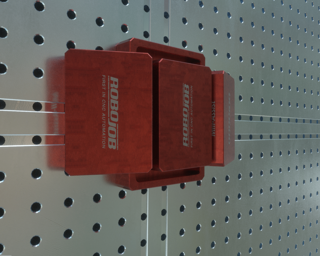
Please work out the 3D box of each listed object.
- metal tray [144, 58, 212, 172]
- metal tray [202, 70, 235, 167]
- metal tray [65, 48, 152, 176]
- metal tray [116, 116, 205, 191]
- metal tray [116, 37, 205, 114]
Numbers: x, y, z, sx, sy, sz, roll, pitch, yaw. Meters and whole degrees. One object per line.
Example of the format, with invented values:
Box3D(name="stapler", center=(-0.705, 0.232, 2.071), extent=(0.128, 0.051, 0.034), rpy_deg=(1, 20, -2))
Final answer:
Box3D(name="metal tray", center=(0.024, -0.015, 0.389), extent=(0.091, 0.030, 0.129), rpy_deg=(-1, 91, -40))
Box3D(name="metal tray", center=(0.088, -0.013, 0.457), extent=(0.090, 0.030, 0.129), rpy_deg=(-2, 92, -67))
Box3D(name="metal tray", center=(-0.056, -0.016, 0.337), extent=(0.091, 0.030, 0.129), rpy_deg=(0, 91, -14))
Box3D(name="metal tray", center=(0.005, 0.029, 0.413), extent=(0.131, 0.030, 0.089), rpy_deg=(0, 90, -40))
Box3D(name="metal tray", center=(0.005, -0.061, 0.412), extent=(0.131, 0.030, 0.089), rpy_deg=(0, 90, -40))
